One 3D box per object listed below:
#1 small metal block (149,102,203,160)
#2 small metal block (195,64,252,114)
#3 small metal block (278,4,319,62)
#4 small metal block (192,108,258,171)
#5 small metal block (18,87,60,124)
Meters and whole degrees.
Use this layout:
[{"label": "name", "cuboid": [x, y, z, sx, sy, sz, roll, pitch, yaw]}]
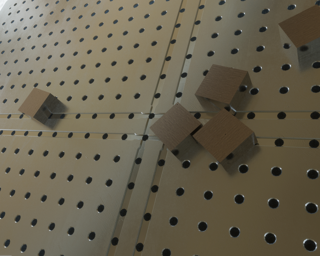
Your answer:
[{"label": "small metal block", "cuboid": [0.023, 0.003, 0.395, 0.050, 0.025, 0.050, -42, 51, -1]}, {"label": "small metal block", "cuboid": [0.081, -0.050, 0.397, 0.050, 0.025, 0.050, 21, 73, 36]}, {"label": "small metal block", "cuboid": [0.183, -0.118, 0.385, 0.050, 0.025, 0.050, -25, 53, 12]}, {"label": "small metal block", "cuboid": [0.076, 0.013, 0.362, 0.050, 0.025, 0.050, -42, 51, -1]}, {"label": "small metal block", "cuboid": [-0.214, -0.040, 0.547, 0.050, 0.025, 0.050, 19, 72, 35]}]
